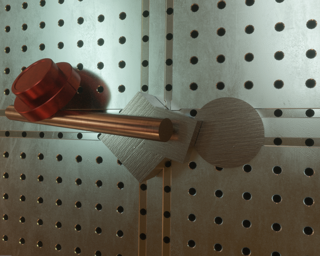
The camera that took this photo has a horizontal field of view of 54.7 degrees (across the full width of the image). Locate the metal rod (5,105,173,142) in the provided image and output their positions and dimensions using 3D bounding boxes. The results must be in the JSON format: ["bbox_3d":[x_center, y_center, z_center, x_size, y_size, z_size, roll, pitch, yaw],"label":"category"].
[{"bbox_3d":[-0.114,-0.011,0.405,0.300,0.025,0.025,6,92,36],"label":"metal rod"}]

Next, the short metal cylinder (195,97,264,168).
[{"bbox_3d":[0.083,0.005,0.370,0.080,0.050,0.079,0,90,19],"label":"short metal cylinder"}]

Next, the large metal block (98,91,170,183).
[{"bbox_3d":[-0.017,0.011,0.402,0.080,0.050,0.080,45,104,14],"label":"large metal block"}]

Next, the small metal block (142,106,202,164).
[{"bbox_3d":[0.014,0.007,0.351,0.050,0.025,0.050,20,96,18],"label":"small metal block"}]

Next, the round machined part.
[{"bbox_3d":[-0.164,-0.059,0.431,0.098,0.042,0.098,-18,44,19],"label":"round machined part"}]
